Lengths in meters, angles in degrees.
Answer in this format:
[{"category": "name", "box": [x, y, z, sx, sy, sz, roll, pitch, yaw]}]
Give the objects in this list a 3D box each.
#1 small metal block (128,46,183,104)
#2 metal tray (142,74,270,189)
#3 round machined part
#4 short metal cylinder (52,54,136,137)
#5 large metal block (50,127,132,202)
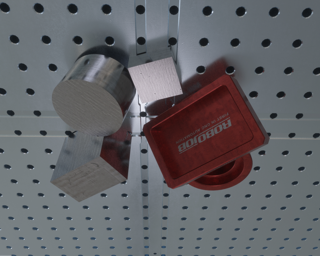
[{"category": "small metal block", "box": [-0.004, -0.061, 0.360, 0.050, 0.025, 0.050, -13, 129, 10]}, {"category": "metal tray", "box": [0.051, 0.007, 0.376, 0.130, 0.090, 0.030, -31, 164, 23]}, {"category": "round machined part", "box": [0.076, 0.041, 0.437, 0.099, 0.042, 0.097, 0, 130, 0]}, {"category": "short metal cylinder", "box": [-0.073, -0.036, 0.353, 0.080, 0.050, 0.079, 9, 135, 9]}, {"category": "large metal block", "box": [-0.087, 0.039, 0.408, 0.080, 0.080, 0.050, -27, 125, 21]}]
